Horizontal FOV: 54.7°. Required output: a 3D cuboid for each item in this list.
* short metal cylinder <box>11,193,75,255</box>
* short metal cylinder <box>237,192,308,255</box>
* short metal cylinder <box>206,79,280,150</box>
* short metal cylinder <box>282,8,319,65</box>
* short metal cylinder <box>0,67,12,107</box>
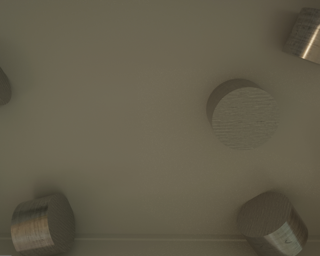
[{"bbox_3d":[-0.159,0.136,0.431,0.050,0.080,0.080,-15,110,5],"label":"short metal cylinder"},{"bbox_3d":[0.156,0.137,0.434,0.080,0.080,0.050,-33,107,11],"label":"short metal cylinder"},{"bbox_3d":[0.102,-0.018,0.392,0.081,0.050,0.079,0,110,0],"label":"short metal cylinder"},{"bbox_3d":[0.187,-0.096,0.348,0.080,0.080,0.050,18,109,-7],"label":"short metal cylinder"},{"bbox_3d":[-0.224,-0.051,0.361,0.050,0.080,0.080,-26,108,9],"label":"short metal cylinder"}]
